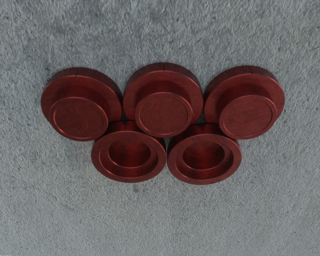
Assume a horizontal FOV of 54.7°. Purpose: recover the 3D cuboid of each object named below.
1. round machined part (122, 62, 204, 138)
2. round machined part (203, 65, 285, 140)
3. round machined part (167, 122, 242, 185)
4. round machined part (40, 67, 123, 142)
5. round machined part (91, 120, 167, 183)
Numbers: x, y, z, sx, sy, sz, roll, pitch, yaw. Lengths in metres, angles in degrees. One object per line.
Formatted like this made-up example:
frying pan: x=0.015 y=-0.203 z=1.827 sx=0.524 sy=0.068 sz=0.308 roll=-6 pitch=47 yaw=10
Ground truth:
round machined part: x=0.004 y=-0.027 z=0.375 sx=0.099 sy=0.042 sz=0.097 roll=-1 pitch=130 yaw=0
round machined part: x=0.103 y=-0.024 z=0.379 sx=0.099 sy=0.042 sz=0.097 roll=-1 pitch=130 yaw=0
round machined part: x=0.058 y=0.031 z=0.425 sx=0.099 sy=0.042 sz=0.097 roll=-1 pitch=130 yaw=0
round machined part: x=-0.095 y=-0.022 z=0.378 sx=0.099 sy=0.042 sz=0.097 roll=-1 pitch=130 yaw=0
round machined part: x=-0.041 y=0.027 z=0.420 sx=0.099 sy=0.042 sz=0.097 roll=-1 pitch=130 yaw=0
